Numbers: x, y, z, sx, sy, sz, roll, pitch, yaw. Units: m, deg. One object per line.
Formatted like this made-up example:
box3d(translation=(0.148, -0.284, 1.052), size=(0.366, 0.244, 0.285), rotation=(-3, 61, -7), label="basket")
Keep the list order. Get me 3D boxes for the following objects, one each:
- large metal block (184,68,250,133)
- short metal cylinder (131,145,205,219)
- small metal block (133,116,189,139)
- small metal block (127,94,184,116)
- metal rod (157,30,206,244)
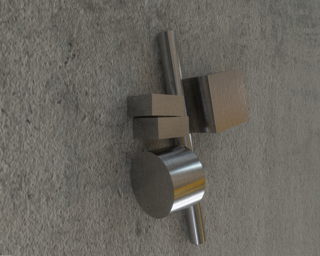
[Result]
box3d(translation=(0.084, -0.041, 0.461), size=(0.081, 0.050, 0.079), rotation=(-18, 102, -39), label="large metal block")
box3d(translation=(0.008, 0.063, 0.378), size=(0.050, 0.080, 0.079), rotation=(-9, 96, -40), label="short metal cylinder")
box3d(translation=(0.001, -0.001, 0.391), size=(0.050, 0.050, 0.025), rotation=(-4, 93, -40), label="small metal block")
box3d(translation=(-0.006, -0.027, 0.385), size=(0.050, 0.050, 0.025), rotation=(-1, 91, -40), label="small metal block")
box3d(translation=(0.032, 0.018, 0.433), size=(0.025, 0.025, 0.298), rotation=(-16, 100, -39), label="metal rod")
